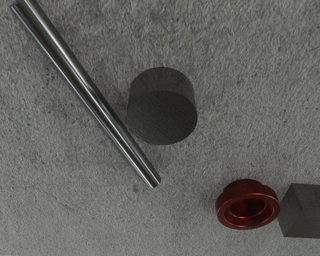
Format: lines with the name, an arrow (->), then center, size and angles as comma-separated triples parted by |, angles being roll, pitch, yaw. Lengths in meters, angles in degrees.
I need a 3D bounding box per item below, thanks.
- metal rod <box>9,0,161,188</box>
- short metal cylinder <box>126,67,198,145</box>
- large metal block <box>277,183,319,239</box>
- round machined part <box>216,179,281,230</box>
metal rod -> -0.072, -0.021, 0.388 | 0.025, 0.025, 0.299 | -20, 128, 15
short metal cylinder -> 0.002, -0.025, 0.369 | 0.081, 0.050, 0.079 | 0, 130, 0
large metal block -> 0.251, 0.139, 0.513 | 0.081, 0.050, 0.079 | 4, 130, -4
round machined part -> 0.139, 0.120, 0.500 | 0.099, 0.042, 0.097 | -1, 130, 0
